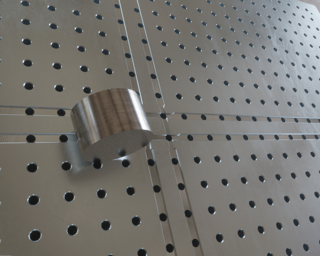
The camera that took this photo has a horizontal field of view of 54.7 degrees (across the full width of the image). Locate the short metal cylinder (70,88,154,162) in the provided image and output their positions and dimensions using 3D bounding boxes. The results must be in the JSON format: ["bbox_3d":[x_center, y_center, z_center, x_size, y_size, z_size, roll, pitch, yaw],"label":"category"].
[{"bbox_3d":[-0.053,-0.001,0.346,0.081,0.080,0.050,-8,66,-32],"label":"short metal cylinder"}]
